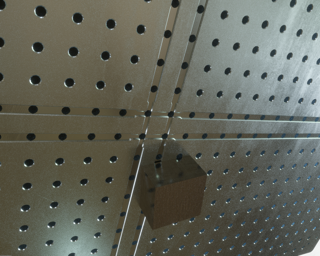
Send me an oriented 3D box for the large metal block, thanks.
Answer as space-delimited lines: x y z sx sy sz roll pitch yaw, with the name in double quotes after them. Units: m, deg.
0.018 0.095 0.463 0.081 0.050 0.079 -10 123 -23 "large metal block"
